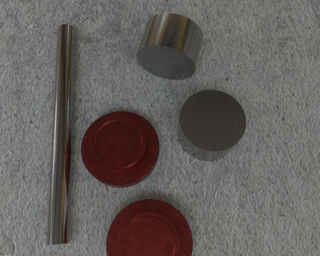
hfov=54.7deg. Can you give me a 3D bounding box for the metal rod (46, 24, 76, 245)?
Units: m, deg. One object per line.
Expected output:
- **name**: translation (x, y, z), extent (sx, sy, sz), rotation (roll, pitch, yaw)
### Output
- **metal rod**: translation (-0.128, -0.006, 0.408), extent (0.025, 0.025, 0.299), rotation (-4, 70, -2)

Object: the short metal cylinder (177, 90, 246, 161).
- **short metal cylinder**: translation (0.064, -0.002, 0.396), extent (0.081, 0.050, 0.080), rotation (0, 70, 0)

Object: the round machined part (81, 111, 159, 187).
- **round machined part**: translation (-0.050, 0.023, 0.390), extent (0.099, 0.042, 0.098), rotation (0, 70, -1)

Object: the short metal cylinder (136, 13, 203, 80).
- **short metal cylinder**: translation (0.014, -0.107, 0.418), extent (0.080, 0.080, 0.050), rotation (14, 71, 4)

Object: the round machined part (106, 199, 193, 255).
- **round machined part**: translation (-0.012, 0.131, 0.351), extent (0.099, 0.042, 0.098), rotation (0, 70, -1)
